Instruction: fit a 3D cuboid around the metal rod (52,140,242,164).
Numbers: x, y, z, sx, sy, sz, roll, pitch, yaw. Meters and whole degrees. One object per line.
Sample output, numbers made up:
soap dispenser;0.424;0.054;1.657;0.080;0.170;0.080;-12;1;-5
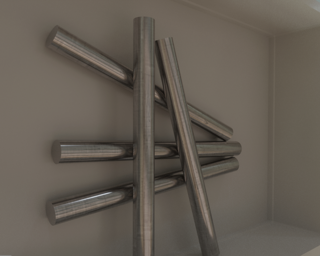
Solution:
metal rod;0.009;0.029;0.414;0.302;0.025;0.025;2;89;-40

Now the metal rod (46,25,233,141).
metal rod;-0.001;-0.042;0.405;0.301;0.025;0.025;25;74;-37

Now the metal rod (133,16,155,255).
metal rod;-0.019;0.025;0.357;0.025;0.025;0.298;0;90;-40

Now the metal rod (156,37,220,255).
metal rod;0.037;0.035;0.405;0.025;0.025;0.298;-23;105;-38

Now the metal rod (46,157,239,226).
metal rod;0.004;0.073;0.411;0.302;0.025;0.025;-7;95;-40
